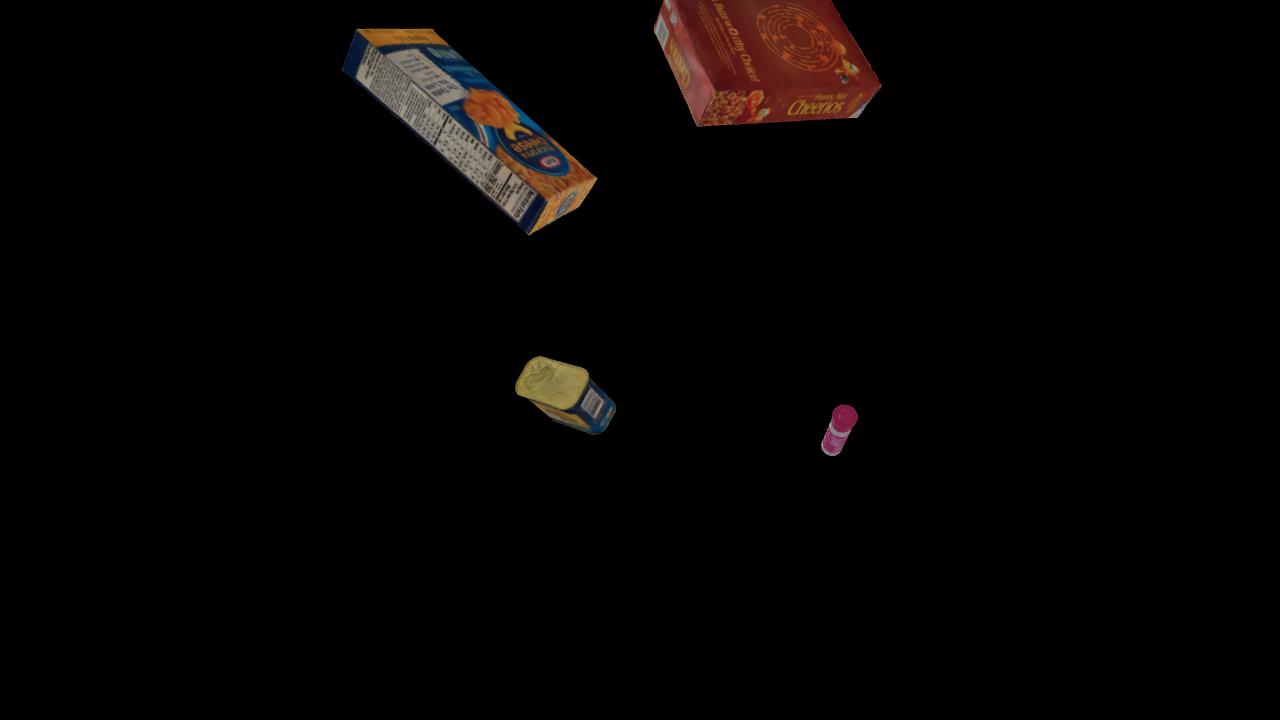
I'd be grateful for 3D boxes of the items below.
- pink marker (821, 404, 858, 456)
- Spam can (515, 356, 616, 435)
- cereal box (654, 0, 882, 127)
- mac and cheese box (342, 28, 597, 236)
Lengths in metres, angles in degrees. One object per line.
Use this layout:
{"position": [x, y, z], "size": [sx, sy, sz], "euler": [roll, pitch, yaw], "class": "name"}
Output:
{"position": [0.166, 0.061, 0.517], "size": [0.020, 0.020, 0.121], "euler": [0, -19, 12], "class": "pink marker"}
{"position": [-0.091, 0.047, 0.772], "size": [0.101, 0.058, 0.085], "euler": [15, -22, 33], "class": "Spam can"}
{"position": [0.197, -0.466, 0.950], "size": [0.306, 0.203, 0.081], "euler": [-12, -20, -23], "class": "cereal box"}
{"position": [-0.128, -0.183, 0.484], "size": [0.041, 0.184, 0.093], "euler": [-47, 3, 32], "class": "mac and cheese box"}
